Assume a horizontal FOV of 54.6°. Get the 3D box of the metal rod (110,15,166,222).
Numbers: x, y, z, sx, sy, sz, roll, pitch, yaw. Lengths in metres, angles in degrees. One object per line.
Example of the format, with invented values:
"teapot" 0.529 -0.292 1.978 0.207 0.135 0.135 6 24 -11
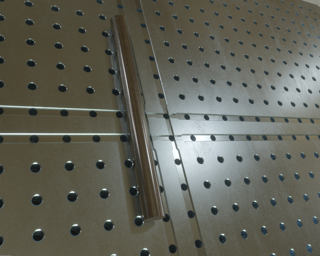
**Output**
"metal rod" -0.035 -0.031 0.407 0.025 0.025 0.299 2 61 -27
